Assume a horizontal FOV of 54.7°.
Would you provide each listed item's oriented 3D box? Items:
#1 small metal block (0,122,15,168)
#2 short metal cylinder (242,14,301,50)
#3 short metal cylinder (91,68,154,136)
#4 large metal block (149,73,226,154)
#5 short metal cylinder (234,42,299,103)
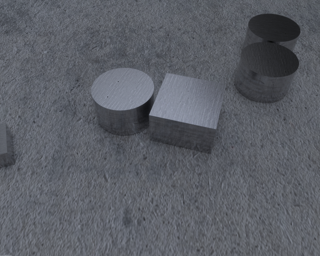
[{"bbox_3d":[-0.211,0.025,0.380,0.050,0.025,0.050,-15,52,-13],"label":"small metal block"},{"bbox_3d":[0.181,-0.144,0.509,0.081,0.050,0.080,0,50,0],"label":"short metal cylinder"},{"bbox_3d":[-0.048,-0.036,0.417,0.081,0.050,0.080,0,50,0],"label":"short metal cylinder"},{"bbox_3d":[0.037,-0.020,0.404,0.080,0.050,0.080,12,51,10],"label":"large metal block"},{"bbox_3d":[0.155,-0.082,0.457,0.081,0.050,0.080,0,50,0],"label":"short metal cylinder"}]
